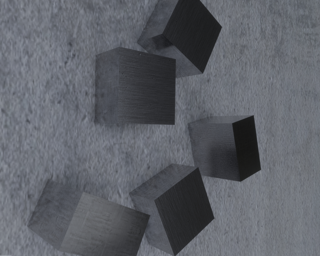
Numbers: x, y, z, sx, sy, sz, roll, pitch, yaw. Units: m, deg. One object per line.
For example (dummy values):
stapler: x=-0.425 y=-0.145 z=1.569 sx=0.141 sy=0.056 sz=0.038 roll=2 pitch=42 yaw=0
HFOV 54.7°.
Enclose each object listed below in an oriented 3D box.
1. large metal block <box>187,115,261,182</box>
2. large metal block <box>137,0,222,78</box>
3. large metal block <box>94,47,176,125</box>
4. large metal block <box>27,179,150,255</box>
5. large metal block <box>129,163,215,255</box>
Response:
large metal block: x=0.092 y=0.026 z=0.449 sx=0.050 sy=0.080 sz=0.079 roll=-18 pitch=102 yaw=-39
large metal block: x=0.028 y=-0.125 z=0.414 sx=0.080 sy=0.050 sz=0.080 roll=36 pitch=68 yaw=-34
large metal block: x=-0.028 y=-0.044 z=0.366 sx=0.081 sy=0.050 sz=0.079 roll=1 pitch=89 yaw=-40
large metal block: x=-0.072 y=0.093 z=0.311 sx=0.080 sy=0.080 sz=0.050 roll=31 pitch=71 yaw=-36
large metal block: x=0.017 y=0.103 z=0.406 sx=0.081 sy=0.050 sz=0.080 roll=-30 pitch=109 yaw=-36
